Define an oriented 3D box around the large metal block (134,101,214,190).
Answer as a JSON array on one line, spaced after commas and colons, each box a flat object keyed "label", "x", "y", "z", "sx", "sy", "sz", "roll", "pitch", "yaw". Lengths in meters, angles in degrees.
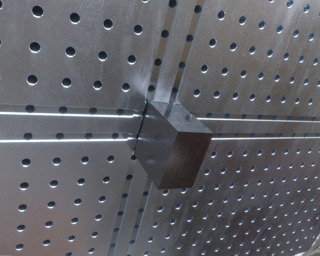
[{"label": "large metal block", "x": 0.013, "y": 0.021, "z": 0.396, "sx": 0.050, "sy": 0.080, "sz": 0.079, "roll": 3, "pitch": 117, "yaw": -30}]
